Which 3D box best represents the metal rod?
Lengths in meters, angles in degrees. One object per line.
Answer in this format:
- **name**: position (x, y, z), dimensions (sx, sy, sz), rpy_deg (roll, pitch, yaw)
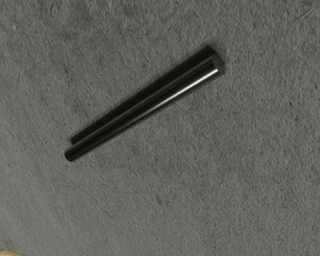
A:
- **metal rod**: position (-0.042, -0.012, 0.421), dimensions (0.299, 0.025, 0.025), rpy_deg (-28, 103, 37)
